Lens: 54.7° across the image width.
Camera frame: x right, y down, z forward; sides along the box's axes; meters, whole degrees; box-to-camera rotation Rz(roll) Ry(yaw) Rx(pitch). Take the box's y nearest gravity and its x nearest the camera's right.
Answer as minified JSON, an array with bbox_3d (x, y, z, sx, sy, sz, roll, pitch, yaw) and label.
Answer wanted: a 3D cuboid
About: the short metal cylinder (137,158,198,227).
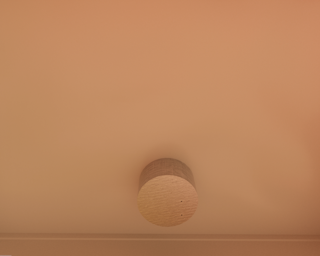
[{"bbox_3d":[0.010,0.089,0.431,0.081,0.050,0.079,0,110,-1],"label":"short metal cylinder"}]
